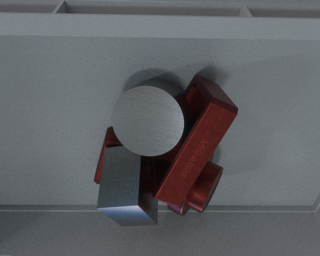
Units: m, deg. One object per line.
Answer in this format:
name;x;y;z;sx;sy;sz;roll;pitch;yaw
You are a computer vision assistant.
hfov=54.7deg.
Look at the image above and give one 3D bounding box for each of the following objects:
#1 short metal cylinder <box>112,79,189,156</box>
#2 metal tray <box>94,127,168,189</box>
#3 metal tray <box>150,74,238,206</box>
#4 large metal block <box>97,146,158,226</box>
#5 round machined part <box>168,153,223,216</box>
short metal cylinder;-0.009;-0.014;0.359;0.080;0.050;0.079;3;107;10
metal tray;-0.022;0.054;0.448;0.131;0.030;0.089;13;129;-12
metal tray;0.031;0.012;0.355;0.030;0.090;0.129;23;111;-15
large metal block;-0.037;0.077;0.406;0.050;0.080;0.080;-7;146;14
round machined part;0.053;0.076;0.420;0.042;0.098;0.097;25;133;19
